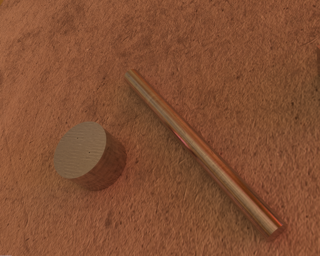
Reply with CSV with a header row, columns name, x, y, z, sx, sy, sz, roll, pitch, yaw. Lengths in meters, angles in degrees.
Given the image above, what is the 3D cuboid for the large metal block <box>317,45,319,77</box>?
name,x,y,z,sx,sy,sz,roll,pitch,yaw
large metal block,0.220,-0.062,0.311,0.080,0.050,0.080,-28,52,10

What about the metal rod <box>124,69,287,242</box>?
name,x,y,z,sx,sy,sz,roll,pitch,yaw
metal rod,0.032,0.009,0.381,0.025,0.025,0.300,-41,51,0

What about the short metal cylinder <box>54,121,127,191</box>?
name,x,y,z,sx,sy,sz,roll,pitch,yaw
short metal cylinder,-0.092,0.038,0.413,0.080,0.050,0.080,-13,56,21
